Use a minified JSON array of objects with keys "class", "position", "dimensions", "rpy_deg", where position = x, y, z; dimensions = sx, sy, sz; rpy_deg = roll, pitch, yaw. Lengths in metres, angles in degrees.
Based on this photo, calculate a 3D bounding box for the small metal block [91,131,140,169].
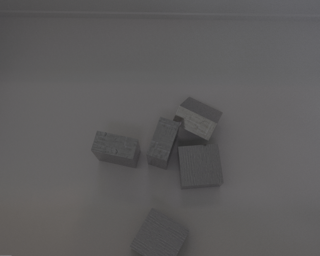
[{"class":"small metal block","position":[-0.053,0.028,0.386],"dimensions":[0.050,0.050,0.025],"rpy_deg":[12,71,4]}]

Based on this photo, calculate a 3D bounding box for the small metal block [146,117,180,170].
[{"class":"small metal block","position":[0.004,0.021,0.389],"dimensions":[0.025,0.050,0.050],"rpy_deg":[18,71,6]}]

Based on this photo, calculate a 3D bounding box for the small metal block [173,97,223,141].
[{"class":"small metal block","position":[0.050,-0.014,0.399],"dimensions":[0.050,0.050,0.025],"rpy_deg":[27,115,9]}]

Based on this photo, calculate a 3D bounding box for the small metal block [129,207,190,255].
[{"class":"small metal block","position":[0.000,0.129,0.362],"dimensions":[0.050,0.025,0.050],"rpy_deg":[29,72,10]}]

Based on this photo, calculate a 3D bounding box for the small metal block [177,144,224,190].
[{"class":"small metal block","position":[0.050,0.049,0.392],"dimensions":[0.050,0.025,0.050],"rpy_deg":[-4,70,-2]}]
